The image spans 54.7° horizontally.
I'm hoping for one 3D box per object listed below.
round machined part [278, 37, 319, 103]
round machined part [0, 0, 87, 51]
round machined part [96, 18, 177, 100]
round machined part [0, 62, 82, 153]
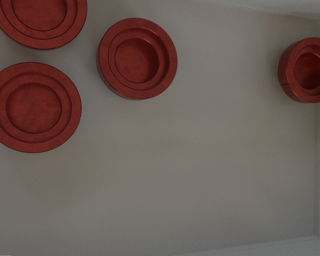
[{"bbox_3d":[0.225,-0.087,0.481,0.099,0.042,0.097,-1,92,-15],"label":"round machined part"},{"bbox_3d":[-0.135,-0.136,0.347,0.099,0.042,0.097,-4,100,-22],"label":"round machined part"},{"bbox_3d":[-0.031,-0.083,0.390,0.099,0.042,0.097,0,90,-20],"label":"round machined part"},{"bbox_3d":[-0.141,-0.022,0.349,0.099,0.042,0.097,0,90,-20],"label":"round machined part"}]
